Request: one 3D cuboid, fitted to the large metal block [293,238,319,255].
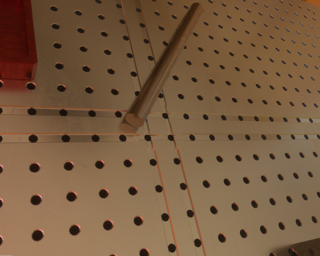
[{"bbox_3d":[0.209,0.198,0.384,0.080,0.050,0.080,41,51,-1],"label":"large metal block"}]

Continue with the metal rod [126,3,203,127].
[{"bbox_3d":[0.018,-0.116,0.488,0.025,0.025,0.301,32,52,-8],"label":"metal rod"}]

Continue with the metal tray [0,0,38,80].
[{"bbox_3d":[-0.201,-0.121,0.370,0.091,0.030,0.130,-2,63,-29],"label":"metal tray"}]
